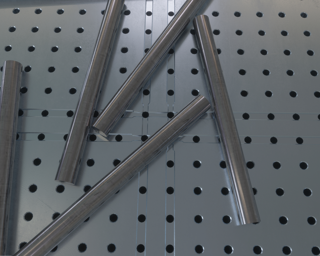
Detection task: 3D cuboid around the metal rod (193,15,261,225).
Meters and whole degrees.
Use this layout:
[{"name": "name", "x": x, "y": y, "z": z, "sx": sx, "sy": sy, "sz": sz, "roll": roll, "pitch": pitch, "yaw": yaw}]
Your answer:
[{"name": "metal rod", "x": 0.085, "y": -0.025, "z": 0.421, "sx": 0.025, "sy": 0.025, "sz": 0.299, "roll": -8, "pitch": 70, "yaw": -3}]

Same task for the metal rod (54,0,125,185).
[{"name": "metal rod", "x": -0.092, "y": -0.070, "z": 0.437, "sx": 0.025, "sy": 0.025, "sz": 0.299, "roll": 10, "pitch": 70, "yaw": 3}]

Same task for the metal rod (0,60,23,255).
[{"name": "metal rod", "x": -0.199, "y": 0.050, "z": 0.392, "sx": 0.025, "sy": 0.025, "sz": 0.299, "roll": -4, "pitch": 70, "yaw": -2}]

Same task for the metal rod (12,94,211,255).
[{"name": "metal rod", "x": -0.050, "y": 0.060, "z": 0.389, "sx": 0.301, "sy": 0.025, "sz": 0.025, "roll": -41, "pitch": 75, "yaw": -14}]

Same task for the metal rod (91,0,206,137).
[{"name": "metal rod", "x": 0.000, "y": -0.115, "z": 0.453, "sx": 0.025, "sy": 0.025, "sz": 0.300, "roll": 31, "pitch": 73, "yaw": 10}]
